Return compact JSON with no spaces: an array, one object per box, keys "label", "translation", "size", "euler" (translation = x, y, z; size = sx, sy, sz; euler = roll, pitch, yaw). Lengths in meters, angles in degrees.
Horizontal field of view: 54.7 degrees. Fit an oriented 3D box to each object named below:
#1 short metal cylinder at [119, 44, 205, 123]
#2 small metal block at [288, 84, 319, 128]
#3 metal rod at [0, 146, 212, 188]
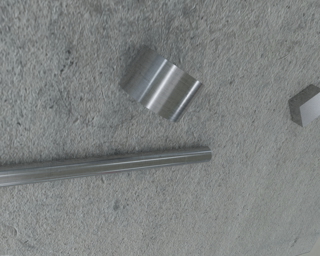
[{"label":"short metal cylinder","translation":[0.002,-0.049,0.343],"size":[0.080,0.080,0.050],"euler":[25,104,-37]},{"label":"small metal block","translation":[0.249,-0.037,0.523],"size":[0.050,0.025,0.050],"euler":[-35,129,-5]},{"label":"metal rod","translation":[-0.063,0.047,0.402],"size":[0.303,0.025,0.025],"euler":[-3,120,-27]}]
